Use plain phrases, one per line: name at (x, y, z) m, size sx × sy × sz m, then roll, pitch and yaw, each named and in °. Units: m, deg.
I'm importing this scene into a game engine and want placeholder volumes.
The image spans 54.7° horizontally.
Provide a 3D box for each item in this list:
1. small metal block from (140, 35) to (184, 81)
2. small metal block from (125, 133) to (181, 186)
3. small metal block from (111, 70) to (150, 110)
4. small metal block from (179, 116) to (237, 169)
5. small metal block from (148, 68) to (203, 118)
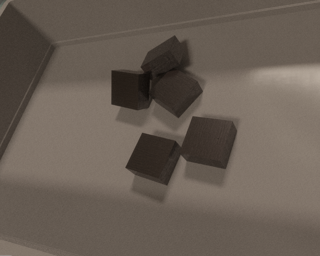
small metal block at (0.004, -0.101, 0.447) m, size 0.050 × 0.025 × 0.050 m, roll -25°, pitch 29°, yaw 29°
small metal block at (-0.007, 0.038, 0.385) m, size 0.050 × 0.025 × 0.050 m, roll 13°, pitch 68°, yaw 33°
small metal block at (-0.043, -0.056, 0.444) m, size 0.050 × 0.025 × 0.050 m, roll 14°, pitch 110°, yaw 33°
small metal block at (0.057, 0.016, 0.365) m, size 0.050 × 0.025 × 0.050 m, roll 9°, pitch 66°, yaw 31°
small metal block at (0.021, -0.049, 0.424) m, size 0.050 × 0.025 × 0.050 m, roll -48°, pitch 52°, yaw -6°
